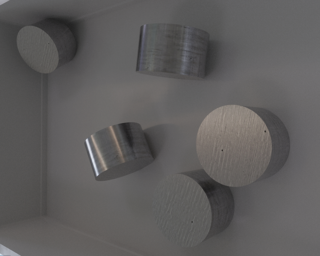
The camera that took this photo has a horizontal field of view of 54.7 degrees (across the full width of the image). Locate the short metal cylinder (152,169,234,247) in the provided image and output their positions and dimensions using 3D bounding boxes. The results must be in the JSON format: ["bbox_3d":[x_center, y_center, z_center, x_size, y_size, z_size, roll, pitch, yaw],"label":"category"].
[{"bbox_3d":[0.038,0.090,0.359,0.080,0.050,0.080,0,90,40],"label":"short metal cylinder"}]

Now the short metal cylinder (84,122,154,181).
[{"bbox_3d":[-0.055,0.033,0.417,0.080,0.081,0.050,-34,69,35],"label":"short metal cylinder"}]

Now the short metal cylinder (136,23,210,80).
[{"bbox_3d":[0.014,-0.086,0.359,0.080,0.081,0.050,11,97,39],"label":"short metal cylinder"}]

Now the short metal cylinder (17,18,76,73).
[{"bbox_3d":[-0.191,-0.139,0.525,0.080,0.050,0.079,11,125,17],"label":"short metal cylinder"}]

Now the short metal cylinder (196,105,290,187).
[{"bbox_3d":[0.085,0.017,0.320,0.080,0.050,0.080,0,90,40],"label":"short metal cylinder"}]
